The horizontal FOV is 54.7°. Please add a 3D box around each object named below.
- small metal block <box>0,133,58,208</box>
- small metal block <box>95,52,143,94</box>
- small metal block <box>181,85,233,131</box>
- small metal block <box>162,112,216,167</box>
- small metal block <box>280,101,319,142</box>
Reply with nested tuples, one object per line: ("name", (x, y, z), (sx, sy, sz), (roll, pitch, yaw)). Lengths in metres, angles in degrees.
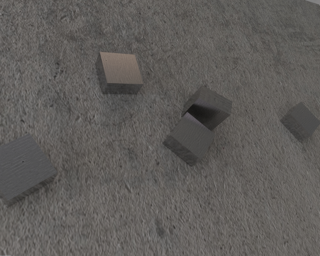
("small metal block", (-0.139, 0.041, 0.304), (0.050, 0.025, 0.050), (-32, 80, -38))
("small metal block", (-0.056, -0.073, 0.418), (0.050, 0.025, 0.050), (-3, 63, -30))
("small metal block", (0.066, -0.027, 0.439), (0.050, 0.050, 0.025), (27, 53, -12))
("small metal block", (0.039, 0.015, 0.416), (0.050, 0.025, 0.050), (39, 51, -2))
("small metal block", (0.246, -0.011, 0.543), (0.050, 0.025, 0.050), (49, 51, 6))
